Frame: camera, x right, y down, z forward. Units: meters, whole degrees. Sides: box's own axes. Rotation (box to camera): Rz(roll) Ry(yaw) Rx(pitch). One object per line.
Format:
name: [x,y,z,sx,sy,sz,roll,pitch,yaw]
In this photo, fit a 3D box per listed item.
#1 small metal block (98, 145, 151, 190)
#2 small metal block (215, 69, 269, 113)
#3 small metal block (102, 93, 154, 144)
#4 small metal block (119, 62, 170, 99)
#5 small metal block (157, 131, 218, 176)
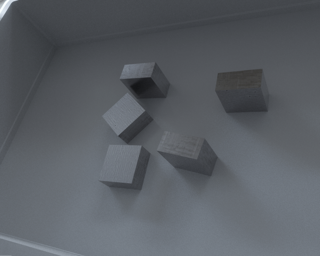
small metal block: [-0.045,0.050,0.399,0.050,0.025,0.050,0,61,28]
small metal block: [0.098,-0.042,0.364,0.050,0.050,0.025,-1,62,28]
small metal block: [-0.046,-0.014,0.439,0.050,0.025,0.050,-43,51,-2]
small metal block: [-0.020,-0.066,0.441,0.050,0.050,0.025,1,63,29]
small metal block: [0.032,0.030,0.355,0.050,0.050,0.025,10,67,32]
